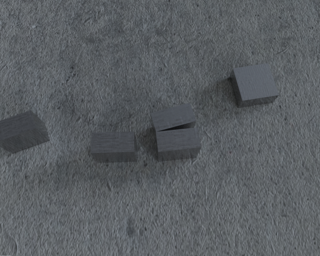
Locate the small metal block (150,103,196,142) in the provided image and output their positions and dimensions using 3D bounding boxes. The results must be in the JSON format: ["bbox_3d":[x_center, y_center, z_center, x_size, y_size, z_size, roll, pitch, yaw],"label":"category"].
[{"bbox_3d":[0.016,-0.005,0.397,0.050,0.050,0.025,-15,71,-6],"label":"small metal block"}]

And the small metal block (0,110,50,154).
[{"bbox_3d":[-0.175,0.006,0.391,0.050,0.050,0.025,-21,72,-7],"label":"small metal block"}]

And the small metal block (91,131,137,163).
[{"bbox_3d":[-0.055,0.025,0.385,0.050,0.050,0.025,-2,70,-1],"label":"small metal block"}]

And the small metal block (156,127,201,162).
[{"bbox_3d":[0.022,0.022,0.387,0.050,0.050,0.025,-6,70,-2],"label":"small metal block"}]

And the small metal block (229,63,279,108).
[{"bbox_3d":[0.129,-0.059,0.430,0.050,0.025,0.050,-9,70,-4],"label":"small metal block"}]
